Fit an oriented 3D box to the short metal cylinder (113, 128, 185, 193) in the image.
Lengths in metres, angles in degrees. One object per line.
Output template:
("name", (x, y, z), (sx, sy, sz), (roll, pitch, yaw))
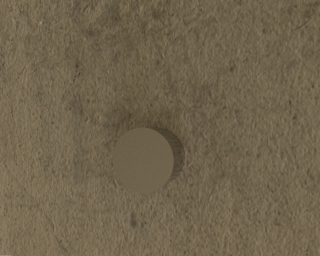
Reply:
("short metal cylinder", (-0.013, 0.039, 0.400), (0.080, 0.050, 0.079), (0, 90, 19))
